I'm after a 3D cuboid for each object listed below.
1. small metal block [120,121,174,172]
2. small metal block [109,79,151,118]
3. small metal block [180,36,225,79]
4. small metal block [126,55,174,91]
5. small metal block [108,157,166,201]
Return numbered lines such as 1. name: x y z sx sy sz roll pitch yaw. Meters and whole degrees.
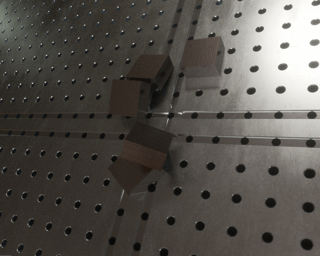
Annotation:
1. small metal block: -0.014 0.021 0.373 0.050 0.025 0.050 19 28 2
2. small metal block: -0.043 -0.042 0.442 0.050 0.025 0.050 9 93 31
3. small metal block: 0.061 -0.099 0.436 0.050 0.025 0.050 0 62 27
4. small metal block: -0.014 -0.083 0.460 0.050 0.025 0.050 8 56 31
5. small metal block: -0.029 0.053 0.390 0.050 0.025 0.050 -45 51 -3
